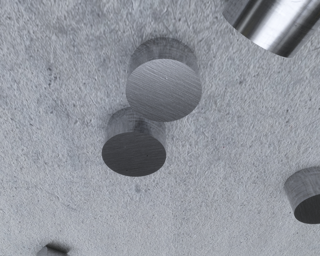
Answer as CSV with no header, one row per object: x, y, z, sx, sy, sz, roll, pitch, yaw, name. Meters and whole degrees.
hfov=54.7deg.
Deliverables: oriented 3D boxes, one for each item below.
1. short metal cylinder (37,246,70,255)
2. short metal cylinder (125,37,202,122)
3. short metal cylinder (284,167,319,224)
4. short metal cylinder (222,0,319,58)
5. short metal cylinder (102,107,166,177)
-0.220,0.282,0.609,0.050,0.080,0.080,32,123,-24,short metal cylinder
0.004,-0.053,0.345,0.081,0.050,0.079,0,130,0,short metal cylinder
0.242,0.106,0.483,0.081,0.050,0.079,0,130,0,short metal cylinder
0.104,-0.108,0.280,0.080,0.080,0.050,20,127,-16,short metal cylinder
-0.032,0.019,0.406,0.081,0.050,0.079,0,130,0,short metal cylinder
